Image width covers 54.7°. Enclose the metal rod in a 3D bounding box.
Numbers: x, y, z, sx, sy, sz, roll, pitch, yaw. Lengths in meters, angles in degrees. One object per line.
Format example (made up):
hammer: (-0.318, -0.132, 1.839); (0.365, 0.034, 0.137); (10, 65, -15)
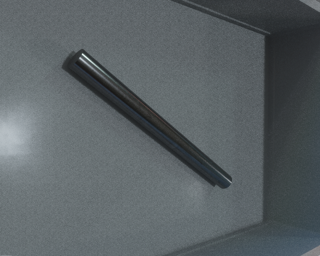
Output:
metal rod: (0.007, 0.005, 0.412); (0.301, 0.025, 0.025); (40, 66, -33)
